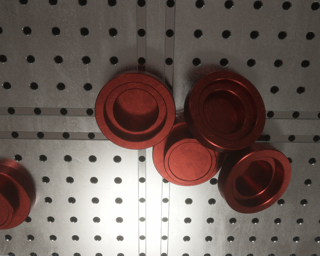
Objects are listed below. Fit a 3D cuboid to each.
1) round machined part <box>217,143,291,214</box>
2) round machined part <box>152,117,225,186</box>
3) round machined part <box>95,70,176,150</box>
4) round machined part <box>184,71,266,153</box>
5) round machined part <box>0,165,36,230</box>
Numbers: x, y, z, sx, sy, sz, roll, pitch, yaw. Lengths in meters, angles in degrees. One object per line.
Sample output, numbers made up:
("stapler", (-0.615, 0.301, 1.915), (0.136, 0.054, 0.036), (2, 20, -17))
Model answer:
("round machined part", (0.123, 0.064, 0.421), (0.099, 0.042, 0.097), (-6, 113, -15))
("round machined part", (0.039, 0.037, 0.419), (0.099, 0.042, 0.097), (0, 110, -1))
("round machined part", (-0.030, -0.025, 0.394), (0.099, 0.042, 0.097), (0, 110, 0))
("round machined part", (0.076, -0.018, 0.382), (0.099, 0.042, 0.098), (4, 75, -15))
("round machined part", (-0.234, 0.105, 0.440), (0.099, 0.042, 0.097), (0, 110, -1))
